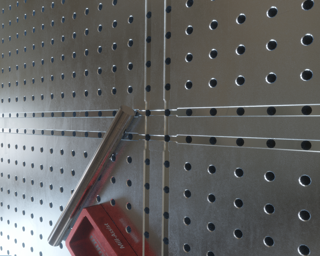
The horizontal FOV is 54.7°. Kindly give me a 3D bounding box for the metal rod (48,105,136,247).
[{"bbox_3d":[-0.119,0.090,0.504,0.025,0.025,0.298,47,117,29],"label":"metal rod"}]

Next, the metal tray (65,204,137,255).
[{"bbox_3d":[-0.089,0.195,0.476,0.130,0.030,0.089,44,116,30],"label":"metal tray"}]
